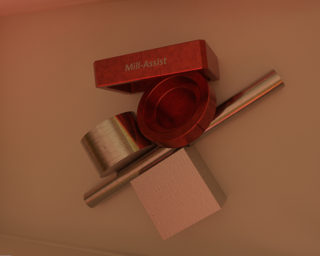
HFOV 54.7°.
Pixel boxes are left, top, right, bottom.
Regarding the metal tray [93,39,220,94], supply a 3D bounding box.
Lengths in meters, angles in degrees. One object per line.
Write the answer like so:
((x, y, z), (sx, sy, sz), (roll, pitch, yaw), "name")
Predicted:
((-0.001, -0.068, 0.373), (0.130, 0.090, 0.030), (-7, 88, 19), "metal tray")

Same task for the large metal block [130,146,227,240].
((0.024, 0.078, 0.385), (0.080, 0.050, 0.080), (-34, 79, 16), "large metal block")

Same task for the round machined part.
((0.024, -0.020, 0.376), (0.098, 0.042, 0.098), (-17, 57, 28), "round machined part")

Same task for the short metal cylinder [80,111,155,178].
((-0.053, 0.022, 0.397), (0.080, 0.080, 0.050), (-35, 79, 16), "short metal cylinder")

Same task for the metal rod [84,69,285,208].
((0.019, 0.022, 0.401), (0.300, 0.025, 0.025), (-34, 79, 16), "metal rod")
